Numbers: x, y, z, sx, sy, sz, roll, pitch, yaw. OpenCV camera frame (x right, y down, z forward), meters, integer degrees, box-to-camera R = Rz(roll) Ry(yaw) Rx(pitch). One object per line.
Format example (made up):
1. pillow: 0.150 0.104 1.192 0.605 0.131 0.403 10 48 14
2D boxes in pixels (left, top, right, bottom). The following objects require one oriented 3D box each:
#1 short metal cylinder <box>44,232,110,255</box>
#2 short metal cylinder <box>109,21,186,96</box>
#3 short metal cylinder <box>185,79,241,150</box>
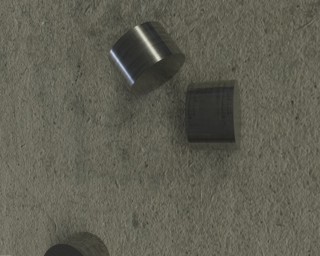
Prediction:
1. short metal cylinder: -0.118 0.195 0.437 0.080 0.050 0.080 0 90 20
2. short metal cylinder: -0.016 -0.085 0.385 0.080 0.080 0.050 -38 78 16
3. short metal cylinder: 0.064 -0.014 0.357 0.050 0.080 0.080 -1 90 20
